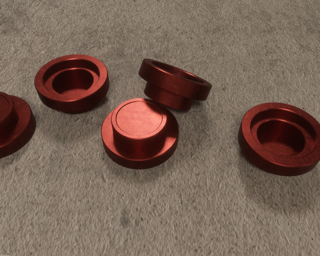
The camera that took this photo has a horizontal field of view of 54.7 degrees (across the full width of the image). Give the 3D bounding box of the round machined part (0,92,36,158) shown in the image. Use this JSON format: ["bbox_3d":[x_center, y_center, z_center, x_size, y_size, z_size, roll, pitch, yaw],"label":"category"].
[{"bbox_3d":[-0.217,-0.010,0.398,0.099,0.042,0.098,0,50,0],"label":"round machined part"}]

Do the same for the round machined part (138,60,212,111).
[{"bbox_3d":[0.017,-0.056,0.419,0.099,0.042,0.098,20,17,-6],"label":"round machined part"}]

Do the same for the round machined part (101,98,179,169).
[{"bbox_3d":[-0.025,0.000,0.392,0.099,0.042,0.098,0,50,0],"label":"round machined part"}]

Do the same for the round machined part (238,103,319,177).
[{"bbox_3d":[0.145,0.018,0.379,0.099,0.042,0.098,0,50,0],"label":"round machined part"}]

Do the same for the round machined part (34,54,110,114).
[{"bbox_3d":[-0.121,-0.058,0.439,0.099,0.042,0.098,0,50,0],"label":"round machined part"}]
